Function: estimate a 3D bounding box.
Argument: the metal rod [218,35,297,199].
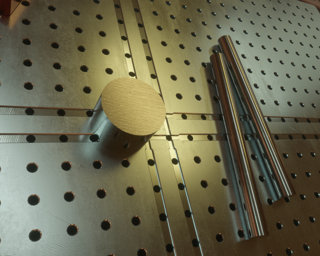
[{"bbox_3d":[0.152,-0.032,0.512,0.025,0.025,0.299,0,62,-29],"label":"metal rod"}]

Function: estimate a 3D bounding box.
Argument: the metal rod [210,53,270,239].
[{"bbox_3d":[0.113,0.008,0.465,0.025,0.025,0.299,8,58,-24],"label":"metal rod"}]

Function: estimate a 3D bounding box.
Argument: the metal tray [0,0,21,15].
[{"bbox_3d":[-0.243,-0.211,0.402,0.131,0.030,0.090,22,53,-15],"label":"metal tray"}]

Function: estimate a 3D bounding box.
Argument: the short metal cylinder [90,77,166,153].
[{"bbox_3d":[-0.040,-0.015,0.381,0.081,0.050,0.080,14,56,-21],"label":"short metal cylinder"}]
